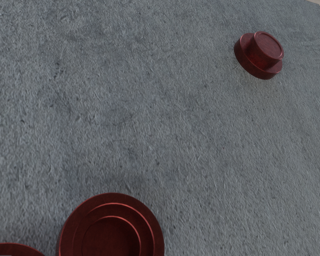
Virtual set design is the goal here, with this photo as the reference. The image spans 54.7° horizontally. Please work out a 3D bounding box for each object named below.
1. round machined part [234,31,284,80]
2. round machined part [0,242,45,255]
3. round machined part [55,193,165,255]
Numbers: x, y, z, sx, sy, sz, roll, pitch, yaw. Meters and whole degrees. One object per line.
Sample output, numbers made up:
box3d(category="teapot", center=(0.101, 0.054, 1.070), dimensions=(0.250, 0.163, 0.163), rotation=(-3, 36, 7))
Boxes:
box3d(category="round machined part", center=(0.192, -0.143, 0.583), dimensions=(0.099, 0.042, 0.098), rotation=(14, 56, -21))
box3d(category="round machined part", center=(-0.126, 0.140, 0.240), dimensions=(0.099, 0.042, 0.098), rotation=(14, 56, -21))
box3d(category="round machined part", center=(-0.049, 0.115, 0.296), dimensions=(0.099, 0.042, 0.098), rotation=(14, 56, -21))
